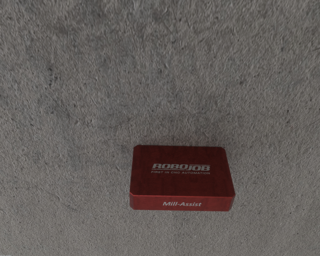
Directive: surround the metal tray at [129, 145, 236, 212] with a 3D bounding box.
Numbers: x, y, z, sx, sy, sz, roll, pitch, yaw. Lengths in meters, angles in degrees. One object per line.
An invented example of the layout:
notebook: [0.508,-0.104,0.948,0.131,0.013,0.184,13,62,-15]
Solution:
metal tray: [0.027,0.066,0.420,0.131,0.090,0.030,2,130,-2]
